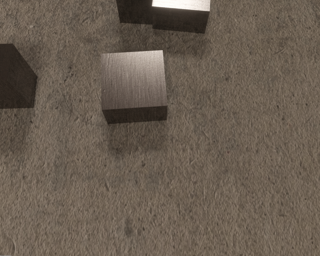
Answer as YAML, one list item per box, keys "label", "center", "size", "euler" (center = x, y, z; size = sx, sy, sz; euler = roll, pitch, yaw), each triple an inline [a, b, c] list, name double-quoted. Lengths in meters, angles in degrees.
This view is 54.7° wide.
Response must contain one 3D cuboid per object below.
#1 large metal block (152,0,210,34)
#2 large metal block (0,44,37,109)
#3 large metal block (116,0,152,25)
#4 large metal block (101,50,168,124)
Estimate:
- label: "large metal block"
  center: [0.033, -0.194, 0.466]
  size: [0.080, 0.050, 0.080]
  euler: [6, 70, 1]
- label: "large metal block"
  center: [-0.216, -0.063, 0.399]
  size: [0.081, 0.080, 0.050]
  euler: [-2, 70, -1]
- label: "large metal block"
  center: [-0.034, -0.212, 0.456]
  size: [0.050, 0.080, 0.080]
  euler: [4, 70, 1]
- label: "large metal block"
  center: [-0.034, -0.054, 0.414]
  size: [0.081, 0.050, 0.080]
  euler: [-4, 70, -2]
